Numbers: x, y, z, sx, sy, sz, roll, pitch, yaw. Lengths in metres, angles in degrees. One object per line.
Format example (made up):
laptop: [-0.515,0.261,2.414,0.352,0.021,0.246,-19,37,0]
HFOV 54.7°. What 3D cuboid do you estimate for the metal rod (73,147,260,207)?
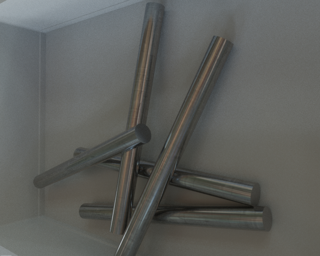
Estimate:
metal rod: [-0.016,0.057,0.416,0.300,0.025,0.025,6,94,39]

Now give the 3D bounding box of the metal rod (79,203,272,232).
metal rod: [-0.006,0.113,0.408,0.300,0.025,0.025,-10,84,39]

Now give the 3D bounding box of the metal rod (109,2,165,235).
metal rod: [-0.030,-0.013,0.405,0.025,0.025,0.298,9,89,39]

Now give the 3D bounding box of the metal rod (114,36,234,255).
metal rod: [0.011,0.037,0.368,0.025,0.025,0.298,30,101,35]

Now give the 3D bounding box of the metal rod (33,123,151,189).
metal rod: [-0.120,0.053,0.469,0.299,0.025,0.025,-25,75,42]
